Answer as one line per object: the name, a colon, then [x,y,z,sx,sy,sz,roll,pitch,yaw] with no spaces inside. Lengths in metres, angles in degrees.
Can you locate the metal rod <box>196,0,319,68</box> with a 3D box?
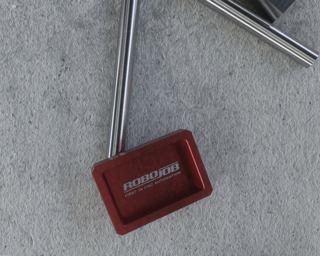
metal rod: [0.074,-0.169,0.410,0.301,0.025,0.025,31,90,-1]

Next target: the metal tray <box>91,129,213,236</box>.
metal tray: [-0.009,0.065,0.391,0.131,0.030,0.090,-22,96,-11]

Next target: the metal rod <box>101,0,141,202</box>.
metal rod: [-0.050,-0.053,0.409,0.025,0.025,0.298,6,90,-1]

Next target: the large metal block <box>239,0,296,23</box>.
large metal block: [0.146,-0.195,0.399,0.080,0.050,0.080,42,90,-1]
